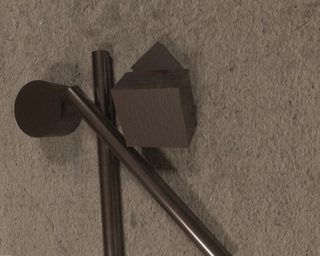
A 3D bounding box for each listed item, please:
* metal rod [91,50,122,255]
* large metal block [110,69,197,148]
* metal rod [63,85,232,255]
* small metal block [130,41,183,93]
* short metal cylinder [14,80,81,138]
[{"bbox_3d":[-0.074,0.042,0.433,0.025,0.025,0.298,-4,89,19],"label":"metal rod"},{"bbox_3d":[-0.004,-0.023,0.377,0.080,0.050,0.080,0,124,19],"label":"large metal block"},{"bbox_3d":[-0.018,0.060,0.398,0.025,0.025,0.300,-45,83,14],"label":"metal rod"},{"bbox_3d":[-0.001,-0.076,0.409,0.050,0.025,0.050,-42,77,15],"label":"small metal block"},{"bbox_3d":[-0.161,-0.027,0.451,0.080,0.050,0.079,0,90,19],"label":"short metal cylinder"}]
